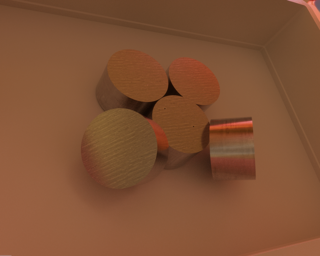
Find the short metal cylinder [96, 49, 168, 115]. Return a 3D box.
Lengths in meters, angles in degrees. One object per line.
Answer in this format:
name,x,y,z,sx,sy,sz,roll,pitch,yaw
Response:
short metal cylinder,-0.036,-0.054,0.401,0.081,0.050,0.080,14,56,-21

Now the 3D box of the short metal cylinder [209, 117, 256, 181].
short metal cylinder,0.094,0.027,0.396,0.050,0.080,0.080,-4,55,15

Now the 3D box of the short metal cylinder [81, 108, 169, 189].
short metal cylinder,-0.035,0.022,0.330,0.080,0.080,0.050,59,8,13

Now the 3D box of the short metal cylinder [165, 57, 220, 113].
short metal cylinder,0.038,-0.054,0.443,0.081,0.050,0.080,14,56,-21

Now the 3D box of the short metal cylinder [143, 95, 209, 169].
short metal cylinder,0.017,0.006,0.393,0.081,0.050,0.080,14,56,-21
